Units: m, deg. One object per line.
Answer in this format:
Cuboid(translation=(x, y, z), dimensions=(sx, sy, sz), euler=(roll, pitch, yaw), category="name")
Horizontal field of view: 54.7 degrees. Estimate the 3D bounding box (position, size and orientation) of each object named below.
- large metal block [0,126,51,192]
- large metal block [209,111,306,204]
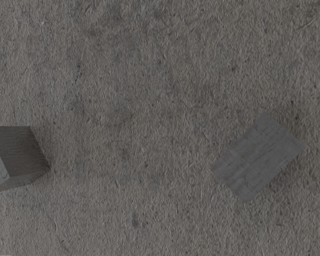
Cuboid(translation=(-0.223, 0.044, 0.459), dimensions=(0.050, 0.080, 0.080), euler=(-33, 79, 17), category="large metal block")
Cuboid(translation=(0.107, 0.029, 0.342), dimensions=(0.050, 0.080, 0.080), euler=(45, 104, 14), category="large metal block")
